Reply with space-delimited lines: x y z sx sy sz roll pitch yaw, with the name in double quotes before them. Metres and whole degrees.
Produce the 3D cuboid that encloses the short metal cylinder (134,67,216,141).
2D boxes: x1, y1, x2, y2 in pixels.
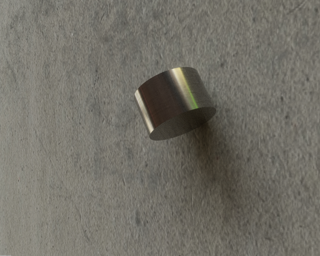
"short metal cylinder" 0.017 -0.026 0.354 0.080 0.081 0.050 -34 69 34
